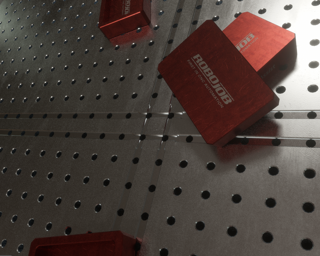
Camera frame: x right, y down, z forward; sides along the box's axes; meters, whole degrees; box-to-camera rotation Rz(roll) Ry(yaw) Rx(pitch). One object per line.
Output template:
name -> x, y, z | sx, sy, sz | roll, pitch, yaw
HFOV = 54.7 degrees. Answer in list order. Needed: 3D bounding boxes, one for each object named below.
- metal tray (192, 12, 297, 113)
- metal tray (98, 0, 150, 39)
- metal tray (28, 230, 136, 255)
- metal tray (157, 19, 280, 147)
metal tray -> 0.099, -0.086, 0.405 | 0.130, 0.030, 0.090 | -42, 51, -2
metal tray -> -0.064, -0.235, 0.580 | 0.090, 0.030, 0.130 | -14, 56, 20
metal tray -> -0.094, 0.169, 0.348 | 0.130, 0.030, 0.090 | -12, 57, 21
metal tray -> 0.065, -0.054, 0.371 | 0.090, 0.030, 0.130 | -40, 64, 19
